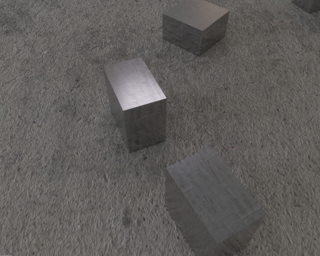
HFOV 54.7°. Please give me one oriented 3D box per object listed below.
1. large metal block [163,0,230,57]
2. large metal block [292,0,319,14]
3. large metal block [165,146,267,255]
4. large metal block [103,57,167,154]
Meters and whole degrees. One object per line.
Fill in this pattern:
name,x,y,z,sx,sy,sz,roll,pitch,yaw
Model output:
large metal block,0.061,-0.178,0.537,0.080,0.050,0.080,32,57,24
large metal block,0.319,-0.281,0.606,0.081,0.080,0.050,-20,53,-16
large metal block,0.047,0.079,0.301,0.050,0.080,0.080,-23,54,-18
large metal block,-0.031,-0.029,0.391,0.050,0.080,0.080,-18,52,-14
